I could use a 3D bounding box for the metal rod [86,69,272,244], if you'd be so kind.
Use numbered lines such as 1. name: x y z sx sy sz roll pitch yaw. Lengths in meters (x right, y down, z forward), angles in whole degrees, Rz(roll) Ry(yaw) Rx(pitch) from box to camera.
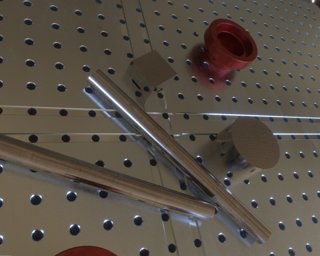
1. metal rod: 0.023 0.036 0.398 0.300 0.025 0.025 43 51 1

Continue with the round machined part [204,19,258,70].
1. round machined part: 0.119 -0.142 0.548 0.099 0.042 0.098 14 56 -21

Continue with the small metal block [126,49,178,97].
1. small metal block: -0.012 -0.080 0.451 0.050 0.025 0.050 49 51 6

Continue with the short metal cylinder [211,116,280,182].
1. short metal cylinder: 0.120 0.030 0.438 0.081 0.050 0.080 14 56 -21

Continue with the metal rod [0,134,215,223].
1. metal rod: -0.075 0.051 0.335 0.302 0.025 0.025 21 54 -16

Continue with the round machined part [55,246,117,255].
1. round machined part: -0.070 0.156 0.265 0.099 0.042 0.098 14 56 -21
